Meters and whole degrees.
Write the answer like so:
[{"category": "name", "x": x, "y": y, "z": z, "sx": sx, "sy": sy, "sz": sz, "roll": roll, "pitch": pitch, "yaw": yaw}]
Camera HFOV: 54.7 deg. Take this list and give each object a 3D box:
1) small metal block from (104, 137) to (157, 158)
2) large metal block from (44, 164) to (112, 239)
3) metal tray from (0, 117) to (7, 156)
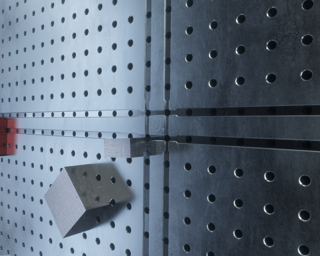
[{"category": "small metal block", "x": -0.041, "y": 0.026, "z": 0.425, "sx": 0.050, "sy": 0.050, "sz": 0.025, "roll": -3, "pitch": 88, "yaw": 39}, {"category": "large metal block", "x": -0.134, "y": 0.116, "z": 0.501, "sx": 0.080, "sy": 0.050, "sz": 0.080, "roll": -50, "pitch": 61, "yaw": 28}, {"category": "metal tray", "x": -0.412, "y": 0.016, "z": 0.741, "sx": 0.130, "sy": 0.030, "sz": 0.089, "roll": 5, "pitch": 93, "yaw": 39}]
